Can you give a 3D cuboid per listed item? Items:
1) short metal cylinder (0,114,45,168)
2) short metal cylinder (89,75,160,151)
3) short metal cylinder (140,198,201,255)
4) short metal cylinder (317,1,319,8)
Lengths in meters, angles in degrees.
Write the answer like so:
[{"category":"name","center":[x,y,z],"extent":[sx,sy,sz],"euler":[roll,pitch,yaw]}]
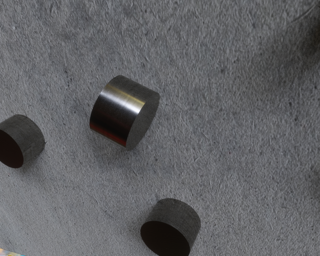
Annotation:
[{"category":"short metal cylinder","center":[-0.249,0.023,0.536],"extent":[0.080,0.050,0.079],"euler":[13,124,21]},{"category":"short metal cylinder","center":[-0.042,-0.018,0.382],"extent":[0.050,0.080,0.079],"euler":[28,128,11]},{"category":"short metal cylinder","center":[0.017,0.156,0.478],"extent":[0.080,0.050,0.079],"euler":[13,124,21]},{"category":"short metal cylinder","center":[0.165,-0.101,0.222],"extent":[0.050,0.080,0.080],"euler":[45,129,-3]}]
